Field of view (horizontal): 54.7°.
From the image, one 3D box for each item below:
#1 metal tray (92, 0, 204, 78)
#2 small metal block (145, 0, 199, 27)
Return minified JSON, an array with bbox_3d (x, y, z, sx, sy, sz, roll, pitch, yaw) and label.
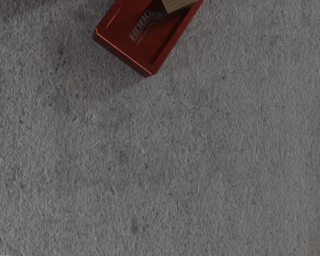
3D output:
[{"bbox_3d":[-0.014,-0.143,0.401,0.090,0.030,0.130,35,79,-17],"label":"metal tray"},{"bbox_3d":[0.016,-0.156,0.388,0.050,0.050,0.025,-31,101,-17],"label":"small metal block"}]
